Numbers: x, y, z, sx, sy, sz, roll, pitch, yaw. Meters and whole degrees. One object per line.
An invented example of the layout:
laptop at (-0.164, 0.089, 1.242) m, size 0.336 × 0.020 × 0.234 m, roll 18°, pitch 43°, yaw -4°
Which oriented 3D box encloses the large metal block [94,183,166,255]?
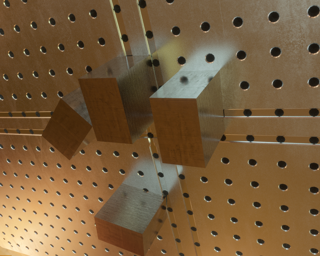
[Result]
large metal block at (-0.043, 0.141, 0.486) m, size 0.080 × 0.080 × 0.050 m, roll 12°, pitch 124°, yaw 21°

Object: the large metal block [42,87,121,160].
large metal block at (-0.102, -0.015, 0.421) m, size 0.050 × 0.080 × 0.080 m, roll 42°, pitch 129°, yaw -1°

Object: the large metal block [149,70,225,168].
large metal block at (0.035, -0.013, 0.349) m, size 0.050 × 0.080 × 0.080 m, roll 4°, pitch 120°, yaw 27°

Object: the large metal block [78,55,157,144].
large metal block at (-0.044, -0.037, 0.377) m, size 0.050 × 0.080 × 0.080 m, roll 3°, pitch 120°, yaw 27°
